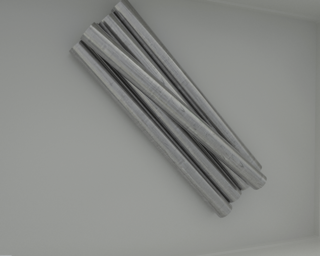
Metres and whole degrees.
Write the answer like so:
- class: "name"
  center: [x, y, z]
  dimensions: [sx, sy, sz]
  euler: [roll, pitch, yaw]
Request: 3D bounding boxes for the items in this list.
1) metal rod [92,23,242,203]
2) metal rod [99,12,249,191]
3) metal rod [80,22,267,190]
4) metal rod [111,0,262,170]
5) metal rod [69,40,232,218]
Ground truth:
- class: "metal rod"
  center: [0.011, -0.011, 0.413]
  dimensions: [0.025, 0.025, 0.300]
  euler: [-45, 104, -14]
- class: "metal rod"
  center: [0.029, -0.026, 0.420]
  dimensions: [0.025, 0.025, 0.300]
  euler: [-45, 104, -14]
- class: "metal rod"
  center: [0.028, -0.017, 0.392]
  dimensions: [0.300, 0.025, 0.025]
  euler: [40, 77, -16]
- class: "metal rod"
  center: [0.044, -0.046, 0.425]
  dimensions: [0.025, 0.025, 0.300]
  euler: [-45, 104, -14]
- class: "metal rod"
  center: [-0.003, 0.009, 0.408]
  dimensions: [0.025, 0.025, 0.300]
  euler: [-45, 104, -14]
